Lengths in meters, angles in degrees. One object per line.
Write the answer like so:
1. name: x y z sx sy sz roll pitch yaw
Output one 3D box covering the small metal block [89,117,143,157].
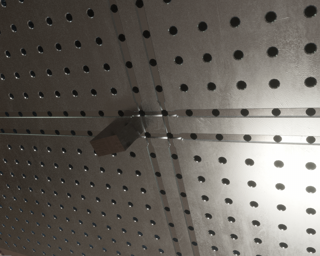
1. small metal block: -0.060 0.012 0.433 0.050 0.050 0.025 -14 111 33
